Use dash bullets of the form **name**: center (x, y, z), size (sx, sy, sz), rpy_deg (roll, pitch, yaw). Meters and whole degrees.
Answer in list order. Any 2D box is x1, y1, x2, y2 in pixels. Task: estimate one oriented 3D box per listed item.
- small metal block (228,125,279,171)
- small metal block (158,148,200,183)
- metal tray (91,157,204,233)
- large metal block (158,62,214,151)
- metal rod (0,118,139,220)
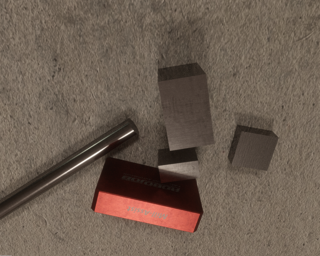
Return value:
- **small metal block**: center (0.126, 0.027, 0.422), size (0.050, 0.025, 0.050), rpy_deg (10, 110, -4)
- **small metal block**: center (0.024, 0.047, 0.414), size (0.050, 0.050, 0.025), rpy_deg (-8, 110, 2)
- **metal tray**: center (-0.015, 0.084, 0.405), size (0.131, 0.090, 0.030), rpy_deg (14, 110, -6)
- **large metal block**: center (0.029, -0.029, 0.370), size (0.050, 0.080, 0.079), rpy_deg (-9, 110, 3)
- **metal rod**: center (-0.161, 0.075, 0.435), size (0.300, 0.025, 0.025), rpy_deg (-32, 107, 10)
